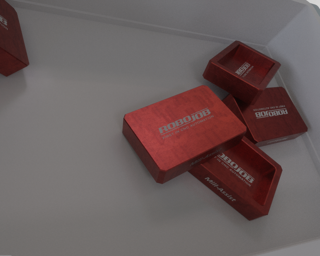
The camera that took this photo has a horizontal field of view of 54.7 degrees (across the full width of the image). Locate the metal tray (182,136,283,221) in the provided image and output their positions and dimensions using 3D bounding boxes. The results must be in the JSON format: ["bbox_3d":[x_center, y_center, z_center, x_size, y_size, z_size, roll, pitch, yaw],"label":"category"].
[{"bbox_3d":[0.099,0.051,0.424,0.130,0.030,0.090,39,51,-2],"label":"metal tray"}]

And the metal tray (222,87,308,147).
[{"bbox_3d":[0.172,-0.020,0.506,0.131,0.030,0.090,-8,66,-32],"label":"metal tray"}]

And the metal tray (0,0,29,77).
[{"bbox_3d":[-0.196,-0.119,0.315,0.030,0.130,0.090,-24,70,9],"label":"metal tray"}]

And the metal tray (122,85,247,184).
[{"bbox_3d":[0.031,0.002,0.388,0.131,0.030,0.090,-23,59,-25],"label":"metal tray"}]

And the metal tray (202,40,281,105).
[{"bbox_3d":[0.137,-0.095,0.506,0.090,0.030,0.131,33,41,13],"label":"metal tray"}]
